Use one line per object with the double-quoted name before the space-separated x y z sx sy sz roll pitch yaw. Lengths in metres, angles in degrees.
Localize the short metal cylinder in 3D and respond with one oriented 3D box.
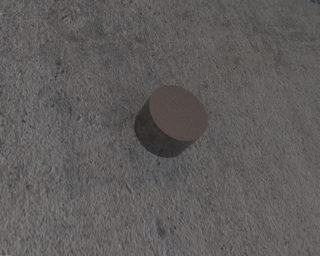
"short metal cylinder" 0.014 -0.008 0.400 0.081 0.050 0.080 13 56 -21
